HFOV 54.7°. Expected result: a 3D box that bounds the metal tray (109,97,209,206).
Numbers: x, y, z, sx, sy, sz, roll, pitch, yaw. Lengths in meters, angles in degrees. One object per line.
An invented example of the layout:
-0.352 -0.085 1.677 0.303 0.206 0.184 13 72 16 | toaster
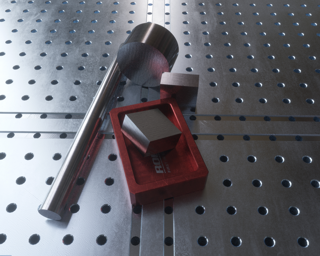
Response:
-0.006 0.023 0.384 0.091 0.030 0.130 -12 51 -11 | metal tray

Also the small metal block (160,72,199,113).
0.027 -0.049 0.433 0.050 0.050 0.025 5 50 4 | small metal block

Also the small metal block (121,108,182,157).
-0.011 0.004 0.376 0.050 0.025 0.050 -14 48 -40 | small metal block

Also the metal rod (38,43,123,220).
-0.086 -0.020 0.423 0.025 0.025 0.300 9 50 7 | metal rod

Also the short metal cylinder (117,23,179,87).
-0.017 -0.108 0.463 0.080 0.080 0.050 13 52 10 | short metal cylinder
